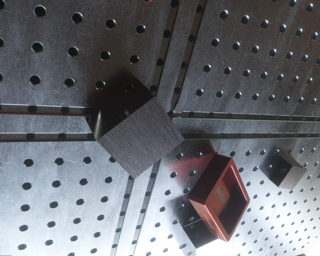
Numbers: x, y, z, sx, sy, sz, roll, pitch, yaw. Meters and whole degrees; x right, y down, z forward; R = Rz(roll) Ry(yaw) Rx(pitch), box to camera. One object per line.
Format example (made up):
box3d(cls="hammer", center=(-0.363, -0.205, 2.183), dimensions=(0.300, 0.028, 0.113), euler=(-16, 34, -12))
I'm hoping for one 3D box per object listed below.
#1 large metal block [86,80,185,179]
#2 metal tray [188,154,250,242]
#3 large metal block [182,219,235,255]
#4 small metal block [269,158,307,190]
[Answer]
box3d(cls="large metal block", center=(-0.029, 0.002, 0.381), dimensions=(0.080, 0.050, 0.080), euler=(-38, 129, -3))
box3d(cls="metal tray", center=(0.102, 0.117, 0.510), dimensions=(0.090, 0.030, 0.130), euler=(-52, 133, -25))
box3d(cls="large metal block", center=(0.090, 0.214, 0.576), dimensions=(0.081, 0.050, 0.079), euler=(-17, 126, -19))
box3d(cls="small metal block", center=(0.250, 0.091, 0.603), dimensions=(0.050, 0.025, 0.050), euler=(15, 110, -35))
